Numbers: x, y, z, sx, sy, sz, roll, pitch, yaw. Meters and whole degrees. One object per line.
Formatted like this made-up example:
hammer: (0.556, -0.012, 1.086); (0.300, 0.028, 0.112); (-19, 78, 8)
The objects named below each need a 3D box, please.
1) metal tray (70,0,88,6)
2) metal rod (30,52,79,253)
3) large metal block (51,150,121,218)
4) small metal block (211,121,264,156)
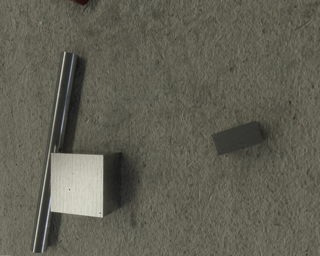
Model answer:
metal tray: (-0.126, -0.257, 0.449); (0.090, 0.030, 0.129); (28, 99, 17)
metal rod: (-0.158, 0.038, 0.463); (0.025, 0.025, 0.298); (11, 94, 19)
large metal block: (-0.102, 0.074, 0.430); (0.080, 0.050, 0.079); (1, 90, 19)
small metal block: (0.093, 0.011, 0.363); (0.050, 0.050, 0.025); (-19, 84, 18)
